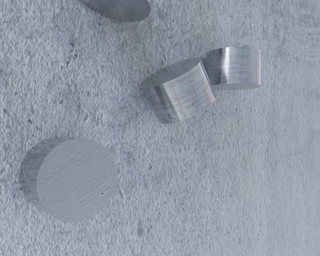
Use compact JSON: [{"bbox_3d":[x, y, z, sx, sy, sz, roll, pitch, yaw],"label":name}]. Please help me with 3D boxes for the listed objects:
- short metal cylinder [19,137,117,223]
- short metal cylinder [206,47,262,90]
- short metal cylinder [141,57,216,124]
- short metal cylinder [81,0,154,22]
[{"bbox_3d":[-0.092,0.049,0.312,0.081,0.050,0.080,0,90,-40],"label":"short metal cylinder"},{"bbox_3d":[0.109,-0.086,0.459,0.081,0.080,0.050,0,91,-40],"label":"short metal cylinder"},{"bbox_3d":[0.023,-0.048,0.388,0.080,0.080,0.050,-40,115,-33],"label":"short metal cylinder"},{"bbox_3d":[-0.043,-0.158,0.332,0.080,0.080,0.050,21,77,-38],"label":"short metal cylinder"}]
